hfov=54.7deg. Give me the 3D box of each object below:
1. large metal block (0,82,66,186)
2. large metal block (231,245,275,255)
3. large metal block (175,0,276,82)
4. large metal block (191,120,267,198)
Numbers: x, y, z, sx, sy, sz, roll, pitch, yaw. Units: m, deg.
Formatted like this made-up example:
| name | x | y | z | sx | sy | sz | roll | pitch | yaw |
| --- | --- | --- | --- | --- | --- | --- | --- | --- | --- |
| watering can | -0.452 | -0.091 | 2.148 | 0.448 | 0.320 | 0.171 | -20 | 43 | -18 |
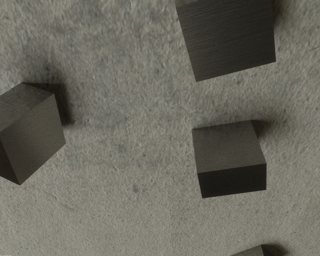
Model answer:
| name | x | y | z | sx | sy | sz | roll | pitch | yaw |
| --- | --- | --- | --- | --- | --- | --- | --- | --- | --- |
| large metal block | -0.164 | 0.005 | 0.364 | 0.050 | 0.080 | 0.079 | 19 | 133 | 19 |
| large metal block | 0.200 | 0.296 | 0.646 | 0.080 | 0.050 | 0.080 | -33 | 123 | 24 |
| large metal block | 0.064 | -0.101 | 0.306 | 0.080 | 0.050 | 0.080 | -13 | 129 | 10 |
| large metal block | 0.088 | 0.040 | 0.406 | 0.080 | 0.080 | 0.050 | -9 | 130 | 7 |
